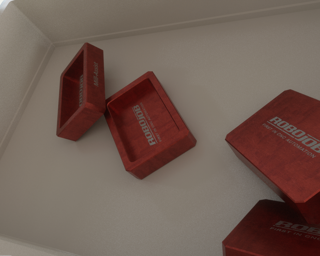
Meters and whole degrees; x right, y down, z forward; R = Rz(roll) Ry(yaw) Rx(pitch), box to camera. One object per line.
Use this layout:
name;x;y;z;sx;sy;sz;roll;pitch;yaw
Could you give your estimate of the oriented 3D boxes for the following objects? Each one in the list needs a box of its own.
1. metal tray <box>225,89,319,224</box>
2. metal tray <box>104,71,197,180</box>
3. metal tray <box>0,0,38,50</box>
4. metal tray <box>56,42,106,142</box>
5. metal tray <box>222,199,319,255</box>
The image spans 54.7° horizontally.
metal tray;0.129;0.017;0.289;0.090;0.030;0.130;-38;26;1
metal tray;-0.020;-0.008;0.416;0.090;0.030;0.130;-33;52;6
metal tray;-0.347;-0.255;0.739;0.090;0.030;0.130;-16;55;18
metal tray;-0.122;-0.056;0.475;0.090;0.030;0.130;-38;46;35
metal tray;0.125;0.094;0.231;0.130;0.091;0.030;2;103;37
